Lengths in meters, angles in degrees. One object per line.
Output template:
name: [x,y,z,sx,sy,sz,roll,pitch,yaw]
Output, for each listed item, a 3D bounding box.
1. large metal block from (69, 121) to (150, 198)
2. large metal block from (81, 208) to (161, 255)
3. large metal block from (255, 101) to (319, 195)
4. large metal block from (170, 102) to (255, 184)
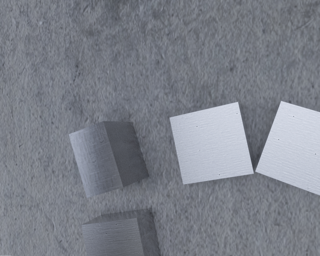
large metal block: [-0.063,0.037,0.401,0.050,0.080,0.080,-20,84,19]
large metal block: [-0.049,0.157,0.412,0.080,0.050,0.080,-13,86,19]
large metal block: [0.159,0.022,0.340,0.080,0.050,0.080,20,97,18]
large metal block: [0.065,0.018,0.372,0.080,0.050,0.080,-13,86,19]
